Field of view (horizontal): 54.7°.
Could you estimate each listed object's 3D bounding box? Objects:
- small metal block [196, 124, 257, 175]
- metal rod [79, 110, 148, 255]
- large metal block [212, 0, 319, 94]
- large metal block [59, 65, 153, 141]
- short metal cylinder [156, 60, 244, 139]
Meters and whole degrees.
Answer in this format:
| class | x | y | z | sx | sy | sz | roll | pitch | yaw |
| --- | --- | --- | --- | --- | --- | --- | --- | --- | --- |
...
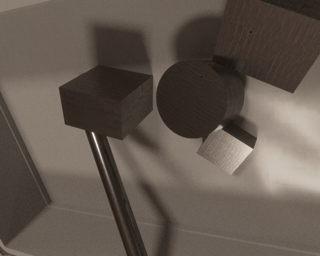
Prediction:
| class | x | y | z | sx | sy | sz | roll | pitch | yaw |
| --- | --- | --- | --- | --- | --- | --- | --- | --- | --- |
| small metal block | 0.081 | 0.022 | 0.379 | 0.050 | 0.025 | 0.050 | 33 | 129 | 6 |
| metal rod | -0.059 | 0.086 | 0.414 | 0.025 | 0.025 | 0.299 | -27 | 80 | 37 |
| large metal block | 0.098 | -0.086 | 0.267 | 0.080 | 0.050 | 0.080 | 25 | 154 | 12 |
| large metal block | -0.062 | -0.035 | 0.383 | 0.080 | 0.080 | 0.050 | 14 | 124 | 20 |
| short metal cylinder | 0.043 | -0.033 | 0.333 | 0.080 | 0.050 | 0.079 | 7 | 104 | 32 |
